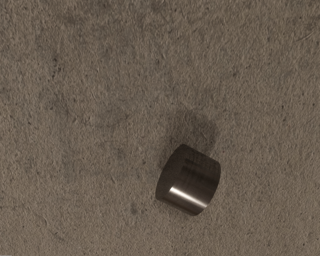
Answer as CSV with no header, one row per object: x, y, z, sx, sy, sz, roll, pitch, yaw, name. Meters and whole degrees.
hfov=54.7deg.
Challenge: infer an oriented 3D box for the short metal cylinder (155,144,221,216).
0.036,0.068,0.406,0.050,0.080,0.080,28,107,-10,short metal cylinder
